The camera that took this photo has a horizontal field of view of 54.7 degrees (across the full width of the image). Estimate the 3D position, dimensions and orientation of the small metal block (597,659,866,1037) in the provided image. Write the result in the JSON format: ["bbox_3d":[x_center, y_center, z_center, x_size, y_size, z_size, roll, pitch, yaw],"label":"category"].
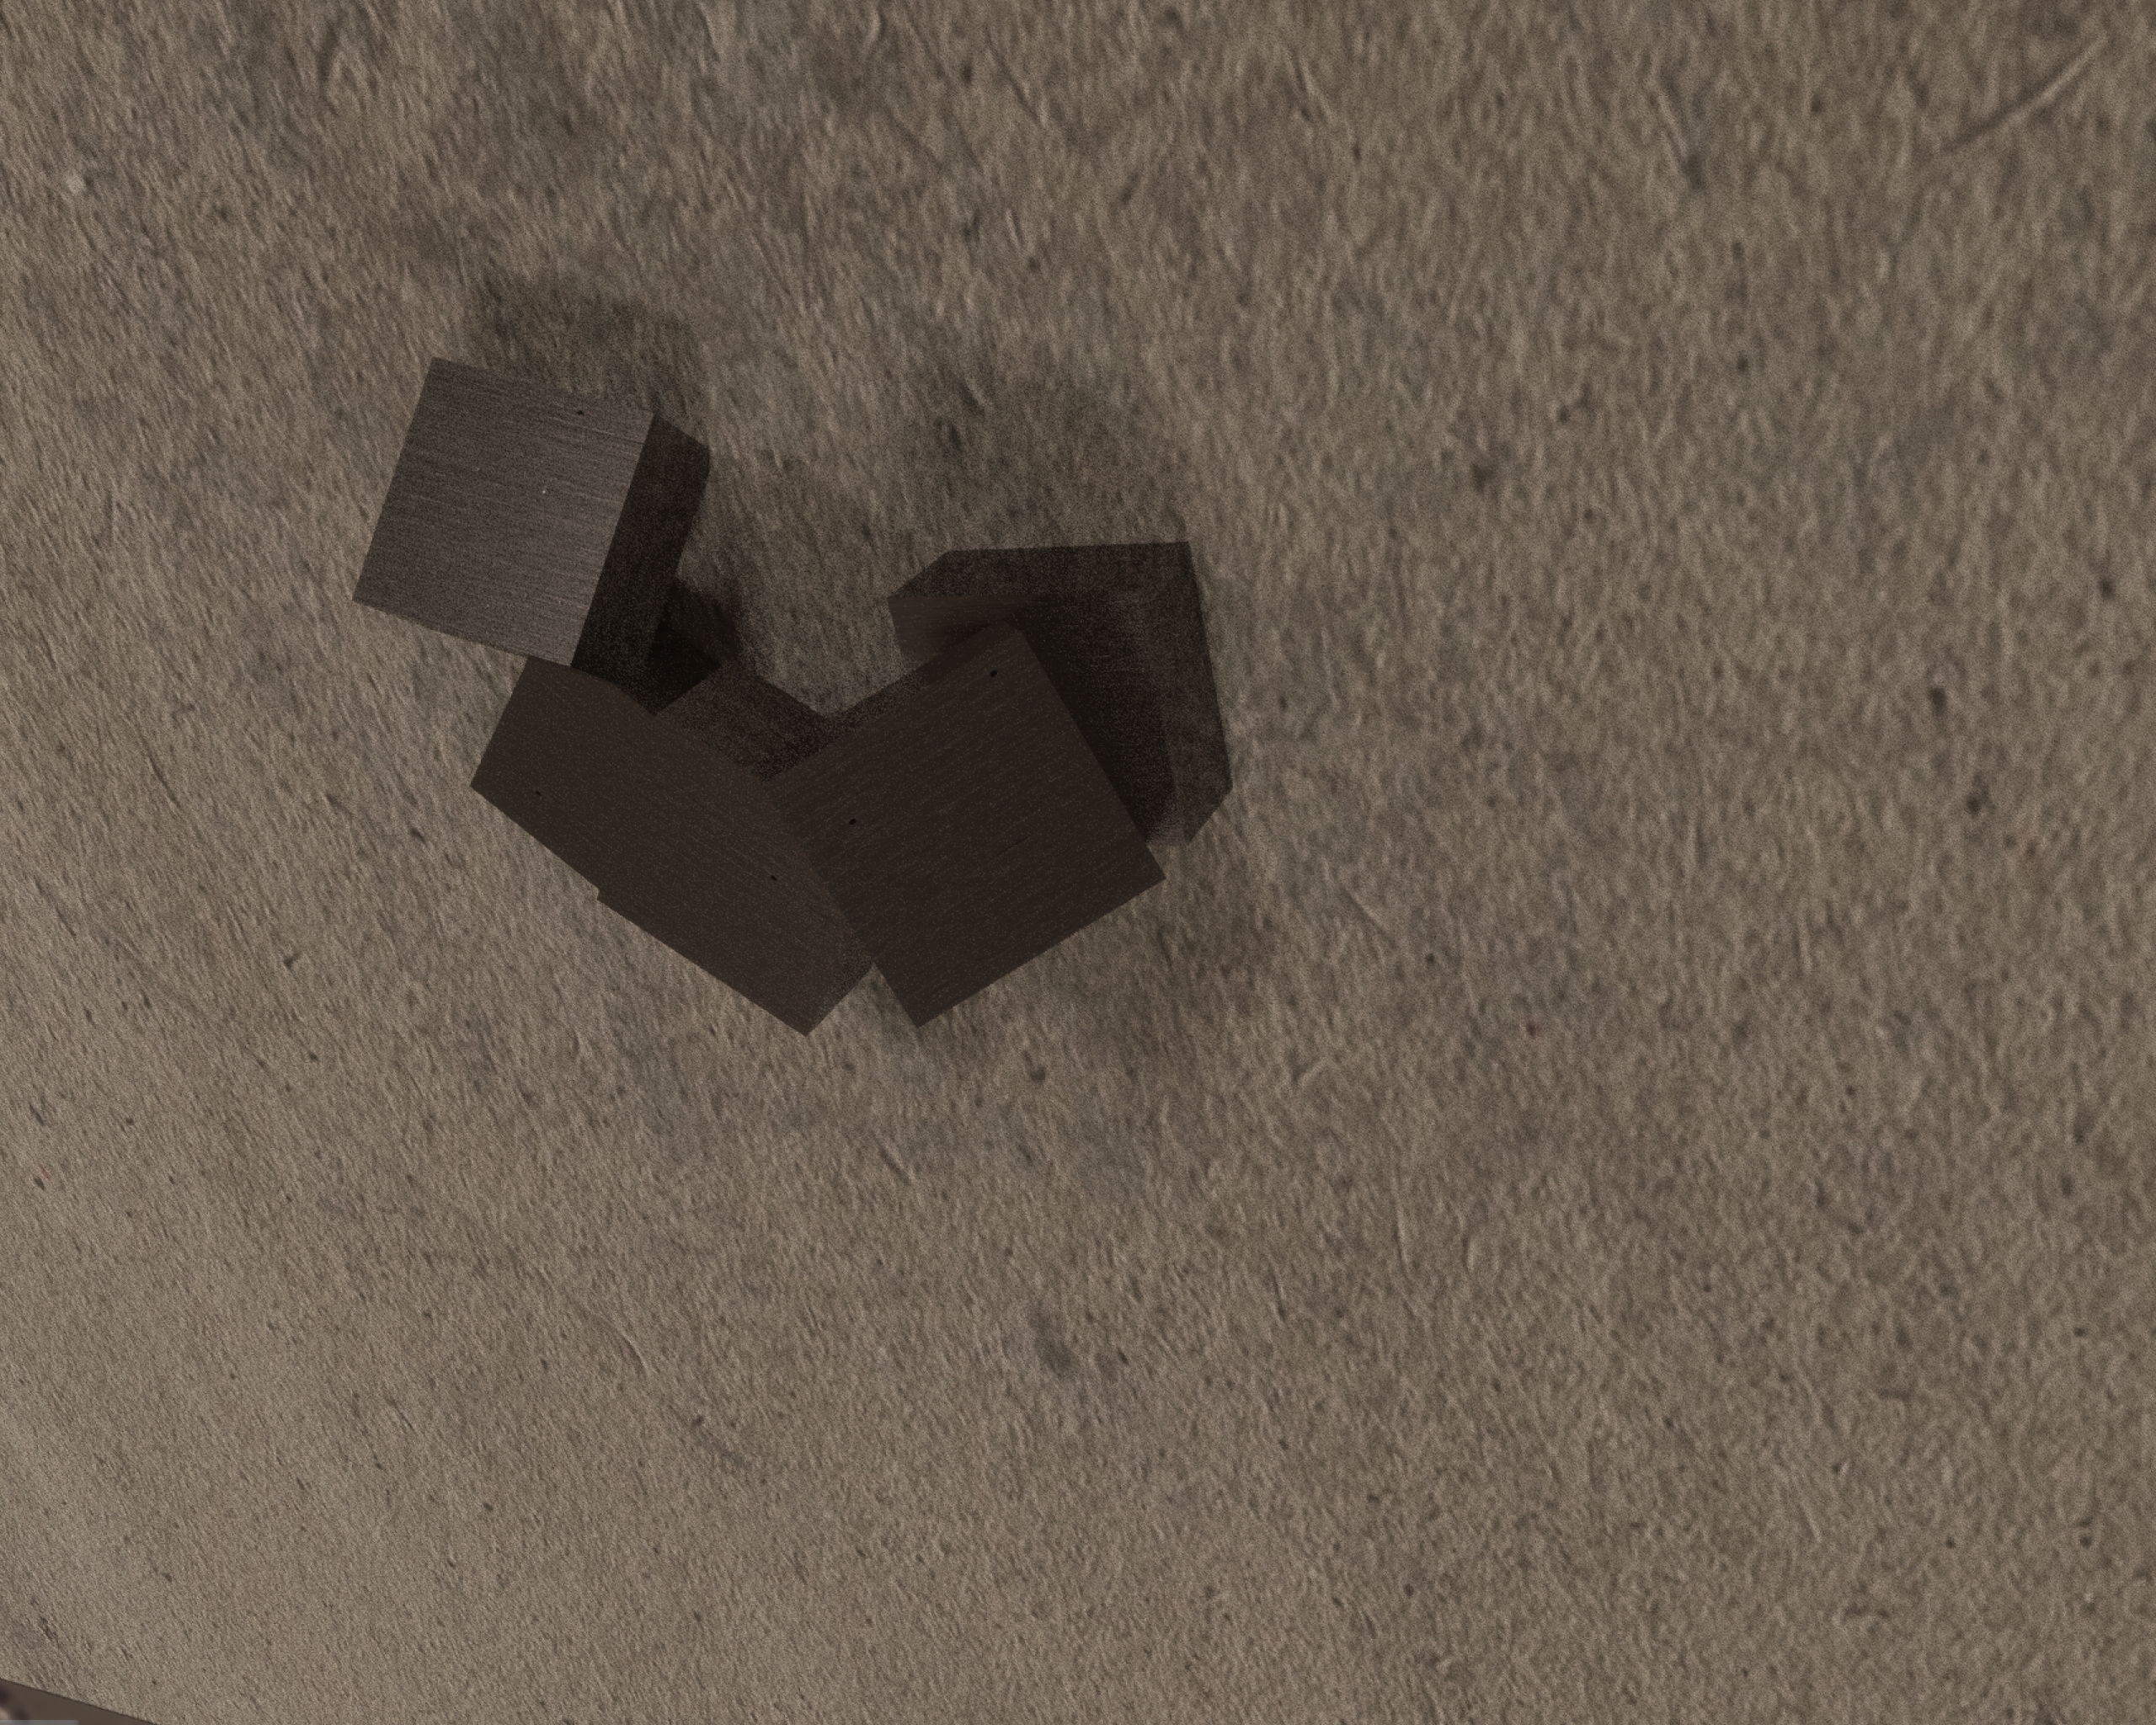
[{"bbox_3d":[-0.059,-0.003,0.403,0.050,0.025,0.050,33,129,6],"label":"small metal block"}]

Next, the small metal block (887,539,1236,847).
[{"bbox_3d":[-0.002,-0.031,0.389,0.050,0.025,0.050,2,120,27],"label":"small metal block"}]

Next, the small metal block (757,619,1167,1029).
[{"bbox_3d":[-0.021,-0.007,0.365,0.050,0.025,0.050,-31,105,-3],"label":"small metal block"}]

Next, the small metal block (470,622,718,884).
[{"bbox_3d":[-0.094,-0.022,0.442,0.050,0.025,0.050,39,129,1],"label":"small metal block"}]

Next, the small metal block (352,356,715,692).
[{"bbox_3d":[-0.106,-0.066,0.406,0.050,0.025,0.050,17,89,17],"label":"small metal block"}]
